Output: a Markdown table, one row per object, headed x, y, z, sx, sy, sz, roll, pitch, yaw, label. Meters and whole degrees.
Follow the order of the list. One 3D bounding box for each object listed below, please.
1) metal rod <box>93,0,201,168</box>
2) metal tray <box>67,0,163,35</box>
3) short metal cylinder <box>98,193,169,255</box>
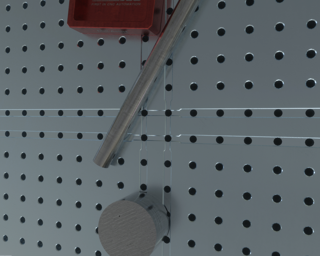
| x | y | z | sx | sy | sz | roll | pitch | yaw | label |
| --- | --- | --- | --- | --- | --- | --- | --- | --- | --- |
| -0.011 | -0.078 | 0.415 | 0.025 | 0.025 | 0.299 | 33 | 100 | 16 | metal rod |
| -0.062 | -0.179 | 0.430 | 0.130 | 0.030 | 0.089 | 8 | 93 | 19 | metal tray |
| -0.034 | 0.130 | 0.410 | 0.080 | 0.050 | 0.079 | 0 | 90 | 19 | short metal cylinder |
